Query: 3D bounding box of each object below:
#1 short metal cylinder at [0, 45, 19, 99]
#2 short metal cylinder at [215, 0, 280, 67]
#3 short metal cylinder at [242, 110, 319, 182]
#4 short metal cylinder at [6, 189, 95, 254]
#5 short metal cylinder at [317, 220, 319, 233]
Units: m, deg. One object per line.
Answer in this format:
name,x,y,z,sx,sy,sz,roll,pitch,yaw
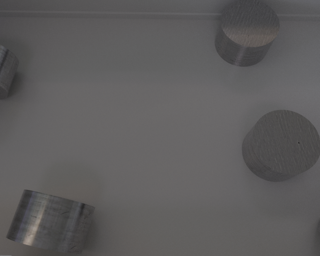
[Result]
short metal cylinder,-0.235,-0.078,0.407,0.080,0.080,0.050,8,70,3
short metal cylinder,0.123,-0.136,0.447,0.081,0.050,0.080,0,70,0
short metal cylinder,0.149,0.024,0.389,0.081,0.050,0.080,0,70,0
short metal cylinder,-0.118,0.103,0.342,0.080,0.080,0.050,12,71,4
short metal cylinder,0.226,0.106,0.343,0.080,0.080,0.050,-43,76,-14
